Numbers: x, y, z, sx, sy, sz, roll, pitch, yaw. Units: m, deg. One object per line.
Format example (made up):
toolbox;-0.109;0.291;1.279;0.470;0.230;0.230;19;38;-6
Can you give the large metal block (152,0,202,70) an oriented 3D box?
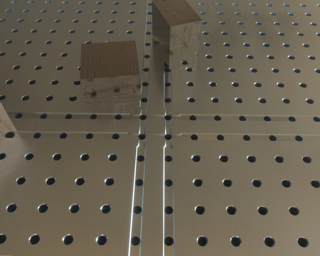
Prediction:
large metal block;0.024;-0.155;0.502;0.050;0.080;0.080;-16;52;-13

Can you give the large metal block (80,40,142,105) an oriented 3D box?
large metal block;-0.072;-0.083;0.461;0.081;0.050;0.080;-6;50;-5

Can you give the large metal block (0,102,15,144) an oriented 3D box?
large metal block;-0.250;0.001;0.387;0.080;0.050;0.080;17;52;13
